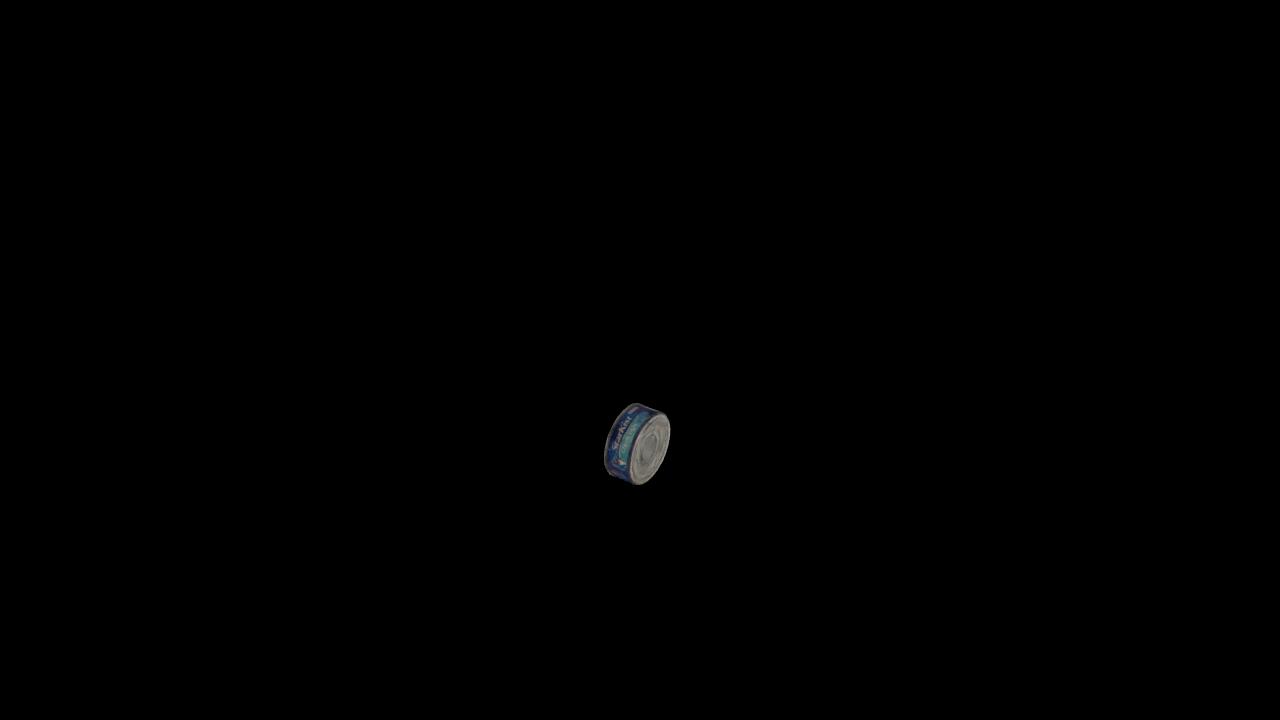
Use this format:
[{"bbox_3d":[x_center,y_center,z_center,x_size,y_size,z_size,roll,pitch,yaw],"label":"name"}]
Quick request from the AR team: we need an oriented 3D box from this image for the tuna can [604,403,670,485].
[{"bbox_3d":[-0.001,0.091,0.663,0.034,0.084,0.084,18,9,30],"label":"tuna can"}]
